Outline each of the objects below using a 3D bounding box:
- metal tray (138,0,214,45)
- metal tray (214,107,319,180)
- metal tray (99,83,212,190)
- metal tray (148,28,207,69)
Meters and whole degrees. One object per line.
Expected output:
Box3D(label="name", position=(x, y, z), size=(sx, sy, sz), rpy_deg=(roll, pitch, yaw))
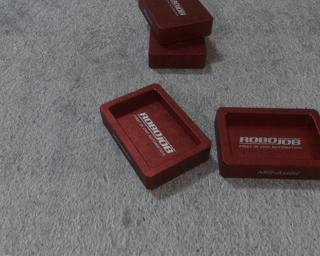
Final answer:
Box3D(label="metal tray", position=(0.023, -0.197, 0.526), size=(0.091, 0.030, 0.130), rpy_deg=(-14, 51, -12))
Box3D(label="metal tray", position=(0.138, 0.017, 0.386), size=(0.131, 0.030, 0.090), rpy_deg=(1, 50, 1))
Box3D(label="metal tray", position=(-0.008, 0.004, 0.395), size=(0.091, 0.030, 0.130), rpy_deg=(-25, 55, -20))
Box3D(label="metal tray", position=(0.028, -0.154, 0.530), size=(0.091, 0.030, 0.130), rpy_deg=(1, 50, 0))
